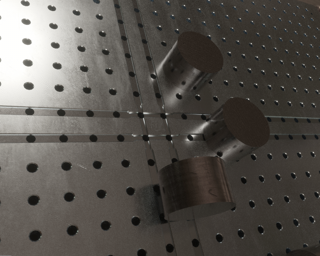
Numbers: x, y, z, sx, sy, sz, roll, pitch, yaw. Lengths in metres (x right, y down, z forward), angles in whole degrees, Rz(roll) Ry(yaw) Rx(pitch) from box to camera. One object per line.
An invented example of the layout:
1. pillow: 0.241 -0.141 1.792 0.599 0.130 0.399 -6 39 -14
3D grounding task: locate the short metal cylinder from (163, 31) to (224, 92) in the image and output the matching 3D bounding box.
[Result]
1. short metal cylinder: 0.051 -0.103 0.485 0.081 0.050 0.080 14 56 -21

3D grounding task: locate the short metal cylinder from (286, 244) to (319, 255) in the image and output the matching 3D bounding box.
1. short metal cylinder: 0.193 0.183 0.368 0.050 0.080 0.080 1 61 -28

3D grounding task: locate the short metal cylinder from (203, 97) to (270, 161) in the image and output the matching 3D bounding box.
1. short metal cylinder: 0.111 0.002 0.453 0.081 0.050 0.080 14 56 -21

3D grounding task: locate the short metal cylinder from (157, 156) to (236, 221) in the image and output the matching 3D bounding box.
1. short metal cylinder: 0.040 0.071 0.353 0.081 0.080 0.050 4 60 -27
